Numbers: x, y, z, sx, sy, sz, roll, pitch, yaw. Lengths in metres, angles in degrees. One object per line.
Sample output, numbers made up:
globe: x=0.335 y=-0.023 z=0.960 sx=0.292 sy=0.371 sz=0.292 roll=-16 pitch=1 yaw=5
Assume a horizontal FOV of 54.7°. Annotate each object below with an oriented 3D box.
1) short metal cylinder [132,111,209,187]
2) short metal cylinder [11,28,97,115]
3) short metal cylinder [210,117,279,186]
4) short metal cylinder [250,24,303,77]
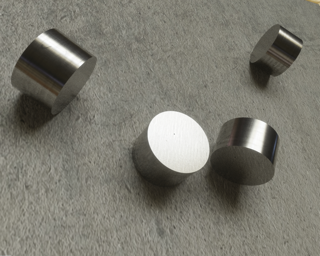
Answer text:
short metal cylinder: x=0.012 y=0.026 z=0.378 sx=0.081 sy=0.050 sz=0.080 roll=14 pitch=56 yaw=-21
short metal cylinder: x=-0.115 y=-0.062 z=0.344 sx=0.050 sy=0.080 sz=0.080 roll=36 pitch=51 yaw=-4
short metal cylinder: x=0.112 y=0.032 z=0.409 sx=0.080 sy=0.080 sz=0.050 roll=33 pitch=52 yaw=-7
short metal cylinder: x=0.212 y=-0.142 z=0.569 sx=0.050 sy=0.080 sz=0.080 roll=30 pitch=52 yaw=-10
